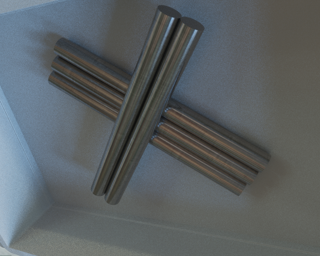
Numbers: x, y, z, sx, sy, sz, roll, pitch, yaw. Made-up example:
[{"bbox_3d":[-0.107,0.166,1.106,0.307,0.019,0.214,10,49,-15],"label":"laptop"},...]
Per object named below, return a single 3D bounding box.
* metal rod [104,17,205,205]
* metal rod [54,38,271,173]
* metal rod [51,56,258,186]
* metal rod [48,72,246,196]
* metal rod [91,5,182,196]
[{"bbox_3d":[-0.021,0.004,0.389,0.025,0.025,0.298,32,129,7],"label":"metal rod"},{"bbox_3d":[-0.003,-0.033,0.388,0.301,0.025,0.025,30,128,8],"label":"metal rod"},{"bbox_3d":[-0.012,-0.015,0.404,0.301,0.025,0.025,30,128,8],"label":"metal rod"},{"bbox_3d":[-0.022,0.002,0.419,0.301,0.025,0.025,30,128,8],"label":"metal rod"},{"bbox_3d":[-0.043,-0.008,0.392,0.025,0.025,0.298,32,129,7],"label":"metal rod"}]
